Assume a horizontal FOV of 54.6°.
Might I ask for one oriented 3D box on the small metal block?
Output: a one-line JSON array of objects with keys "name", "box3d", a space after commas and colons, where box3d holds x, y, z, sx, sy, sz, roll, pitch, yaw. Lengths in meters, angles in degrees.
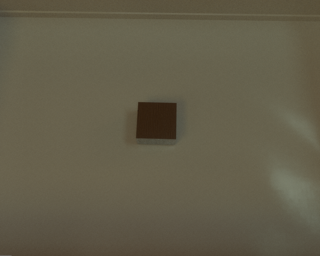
[{"name": "small metal block", "box3d": [-0.004, -0.006, 0.408, 0.050, 0.025, 0.050, 2, 70, 1]}]
